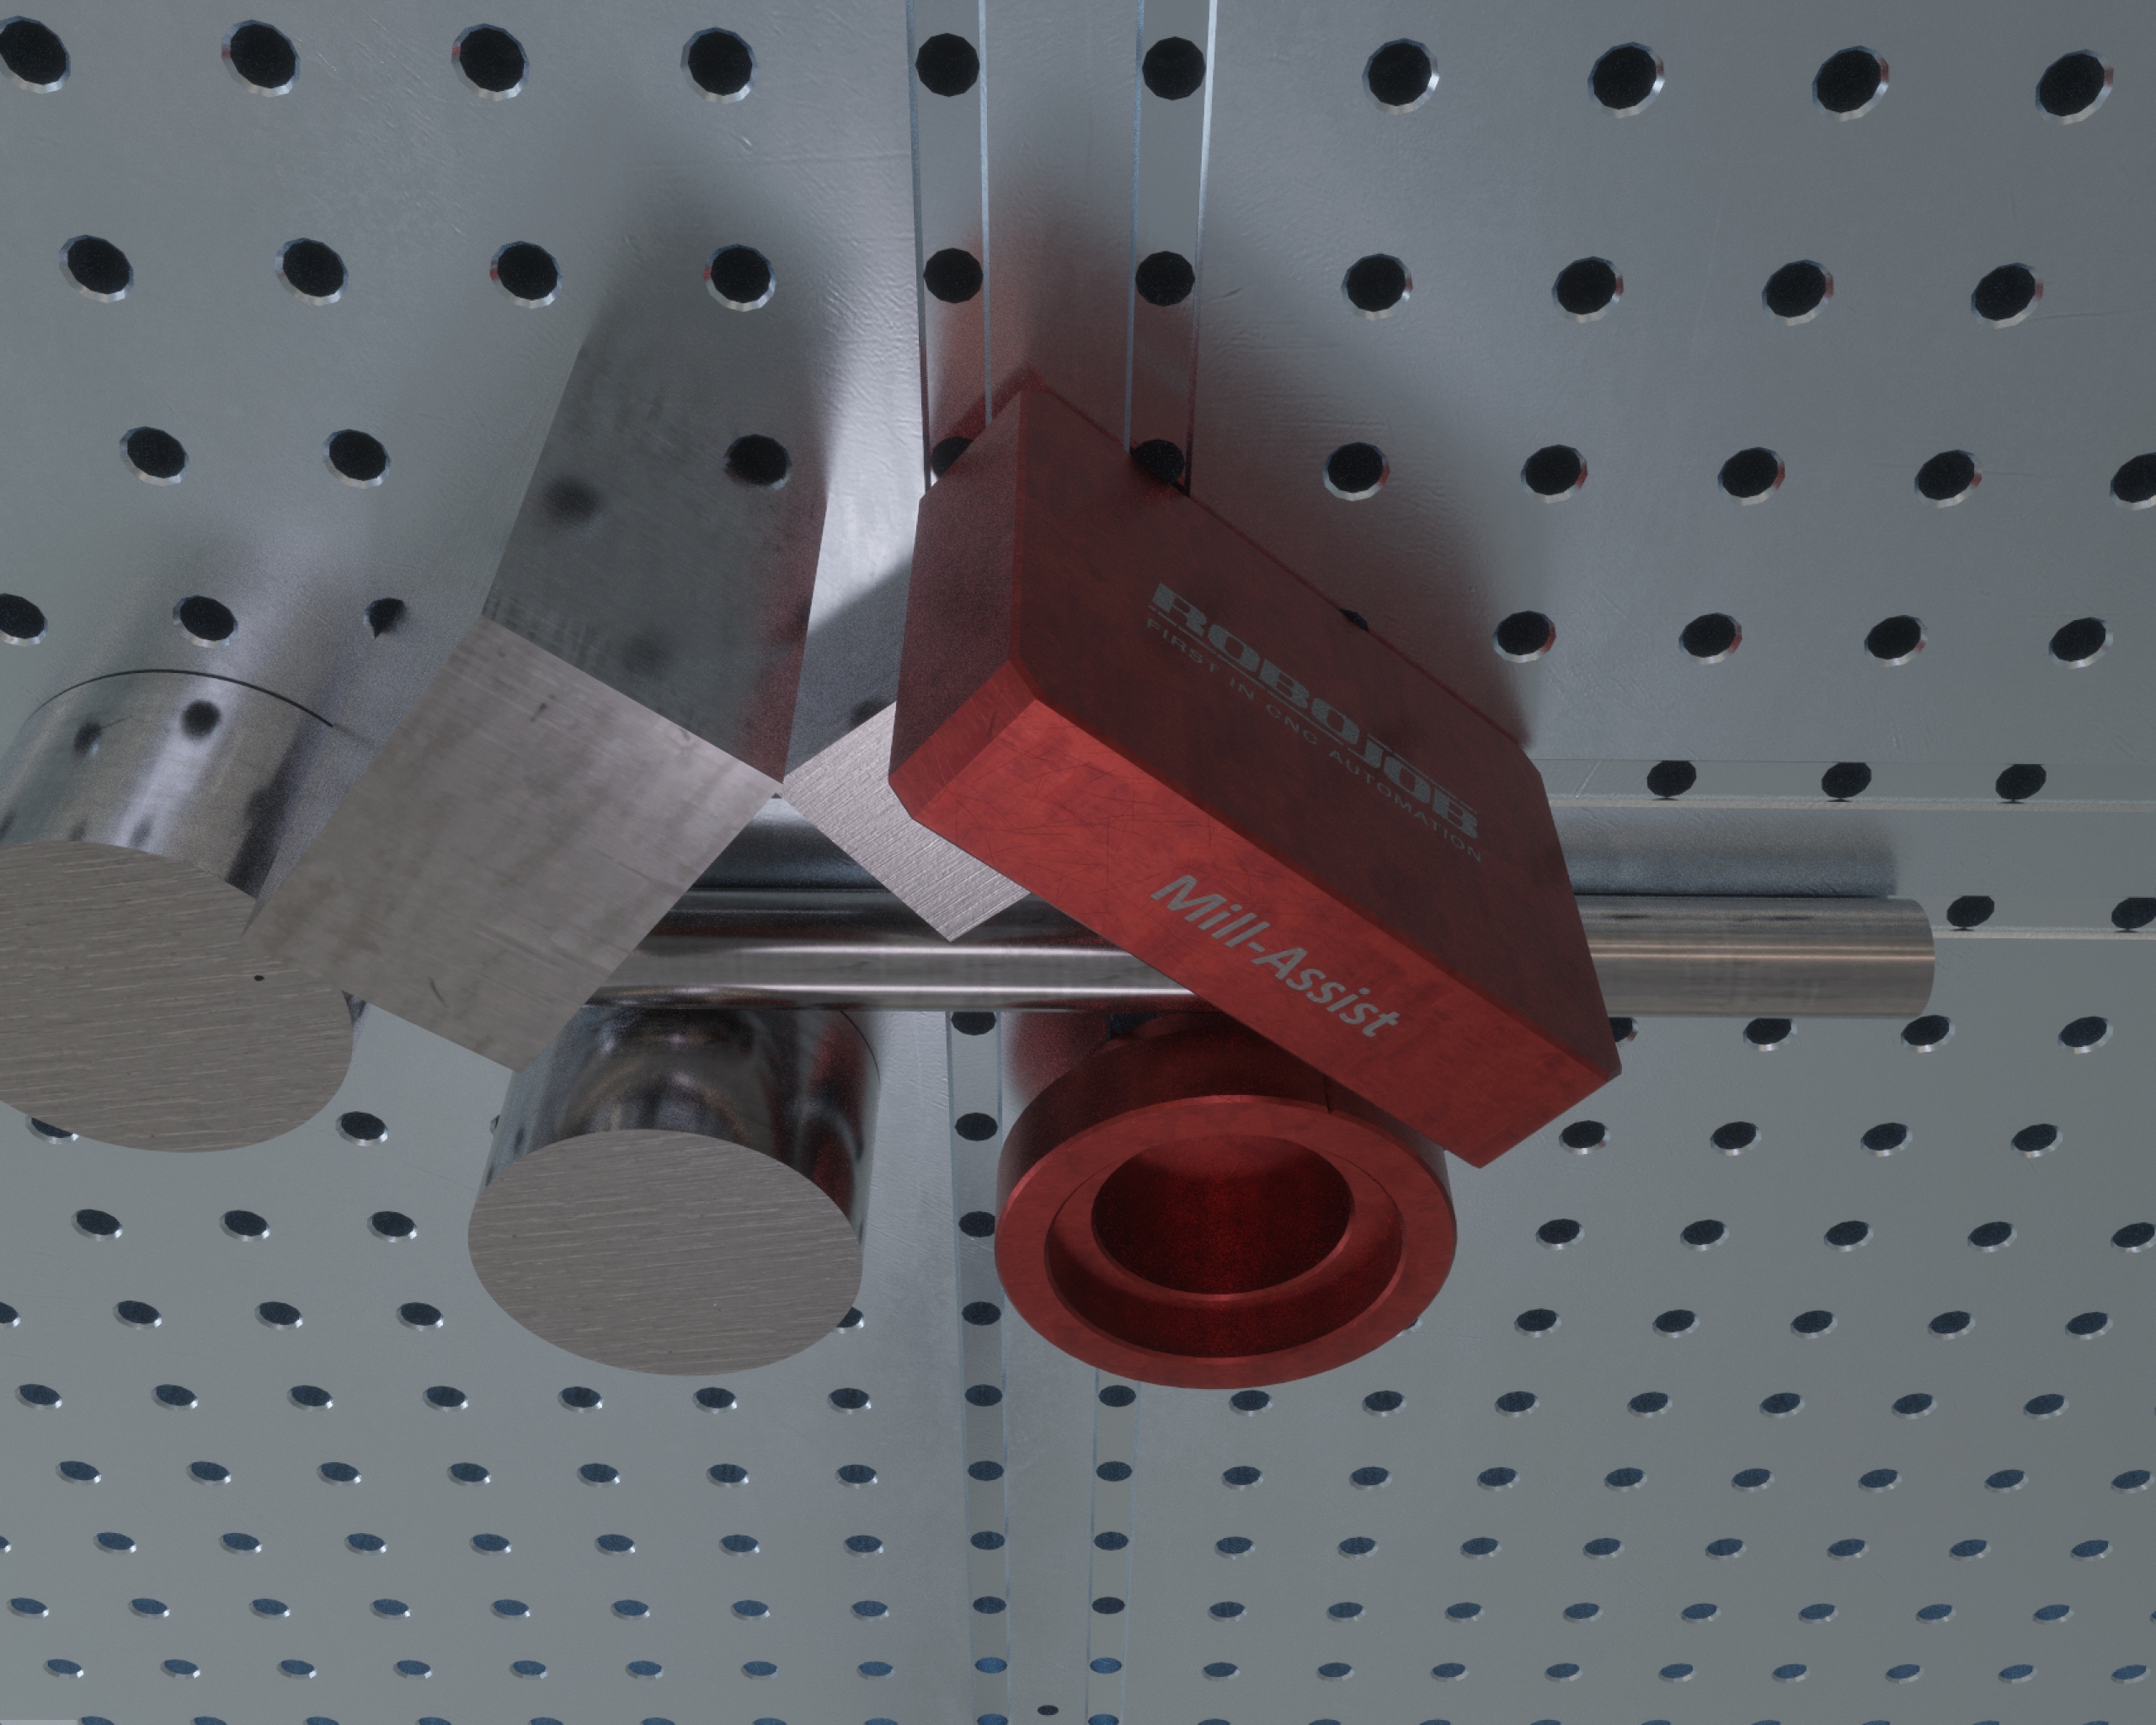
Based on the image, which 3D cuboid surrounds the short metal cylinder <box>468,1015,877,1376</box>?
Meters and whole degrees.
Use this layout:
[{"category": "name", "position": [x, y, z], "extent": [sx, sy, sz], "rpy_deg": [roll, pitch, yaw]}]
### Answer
[{"category": "short metal cylinder", "position": [-0.085, 0.066, 0.450], "extent": [0.081, 0.050, 0.079], "rpy_deg": [0, 130, 0]}]

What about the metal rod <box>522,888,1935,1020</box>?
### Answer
[{"category": "metal rod", "position": [0.020, 0.018, 0.427], "extent": [0.302, 0.025, 0.025], "rpy_deg": [1, 130, -1]}]

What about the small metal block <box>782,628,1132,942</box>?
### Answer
[{"category": "small metal block", "position": [-0.021, -0.019, 0.395], "extent": [0.050, 0.025, 0.050], "rpy_deg": [-32, 124, 24]}]

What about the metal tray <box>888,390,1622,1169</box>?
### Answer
[{"category": "metal tray", "position": [0.031, -0.014, 0.356], "extent": [0.130, 0.090, 0.030], "rpy_deg": [33, 123, -25]}]

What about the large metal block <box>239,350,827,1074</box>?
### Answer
[{"category": "large metal block", "position": [-0.089, -0.025, 0.353], "extent": [0.050, 0.080, 0.080], "rpy_deg": [31, 123, -24]}]

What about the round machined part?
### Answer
[{"category": "round machined part", "position": [0.032, 0.070, 0.460], "extent": [0.099, 0.042, 0.097], "rpy_deg": [0, 130, 0]}]

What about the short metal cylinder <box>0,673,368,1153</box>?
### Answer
[{"category": "short metal cylinder", "position": [-0.174, 0.010, 0.402], "extent": [0.081, 0.050, 0.079], "rpy_deg": [0, 130, 0]}]
